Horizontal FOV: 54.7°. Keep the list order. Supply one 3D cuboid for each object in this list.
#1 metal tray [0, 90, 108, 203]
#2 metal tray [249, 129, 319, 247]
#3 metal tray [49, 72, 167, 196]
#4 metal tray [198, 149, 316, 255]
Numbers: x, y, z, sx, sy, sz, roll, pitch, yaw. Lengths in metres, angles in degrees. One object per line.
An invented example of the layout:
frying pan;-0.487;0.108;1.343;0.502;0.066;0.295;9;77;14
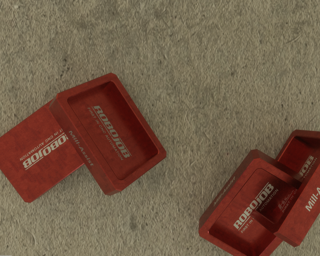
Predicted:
metal tray;-0.143;0.023;0.406;0.130;0.030;0.090;-36;90;0
metal tray;0.164;0.065;0.374;0.030;0.090;0.130;33;88;-7
metal tray;-0.061;0.004;0.381;0.091;0.030;0.130;-33;90;-41
metal tray;0.119;0.102;0.386;0.090;0.030;0.129;31;110;-1
